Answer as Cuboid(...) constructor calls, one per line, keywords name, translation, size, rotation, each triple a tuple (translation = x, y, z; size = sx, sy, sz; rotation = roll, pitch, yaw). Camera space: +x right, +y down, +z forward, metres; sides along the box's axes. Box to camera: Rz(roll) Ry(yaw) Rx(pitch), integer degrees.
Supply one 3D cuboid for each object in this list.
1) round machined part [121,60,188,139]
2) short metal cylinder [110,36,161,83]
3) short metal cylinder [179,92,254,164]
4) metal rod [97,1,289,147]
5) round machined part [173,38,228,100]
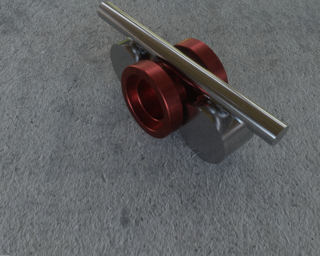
Cuboid(name="round machined part", translation=(-0.003, -0.039, 0.389), size=(0.042, 0.097, 0.098), rotation=(-30, 56, -28))
Cuboid(name="short metal cylinder", translation=(-0.028, -0.092, 0.445), size=(0.050, 0.080, 0.080), rotation=(-32, 57, -24))
Cuboid(name="short metal cylinder", translation=(0.065, -0.004, 0.373), size=(0.050, 0.080, 0.080), rotation=(-32, 57, -24))
Cuboid(name="metal rod", translation=(0.018, -0.080, 0.369), size=(0.025, 0.025, 0.300), rotation=(-33, 58, -25))
Cuboid(name="round machined part", translation=(0.040, -0.066, 0.413), size=(0.042, 0.098, 0.098), rotation=(-35, 58, -20))
